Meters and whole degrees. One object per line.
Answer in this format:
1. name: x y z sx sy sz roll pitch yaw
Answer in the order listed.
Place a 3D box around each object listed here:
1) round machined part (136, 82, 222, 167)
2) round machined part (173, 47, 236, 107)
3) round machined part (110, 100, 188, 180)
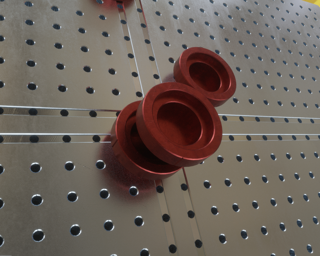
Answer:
1. round machined part: 0.018 -0.001 0.353 0.099 0.042 0.098 13 56 -21
2. round machined part: 0.064 -0.073 0.475 0.099 0.042 0.098 13 56 -21
3. round machined part: -0.013 0.018 0.379 0.099 0.042 0.098 13 56 -21
